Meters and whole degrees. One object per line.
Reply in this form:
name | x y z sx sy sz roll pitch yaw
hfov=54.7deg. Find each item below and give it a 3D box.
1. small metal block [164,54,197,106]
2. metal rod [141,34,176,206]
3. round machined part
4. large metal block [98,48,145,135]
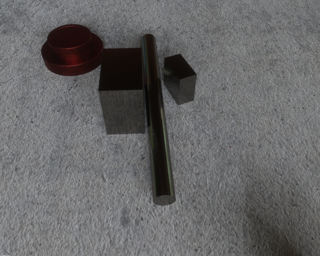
small metal block | 0.028 -0.070 0.446 0.025 0.050 0.050 -19 53 -15
metal rod | -0.007 -0.036 0.432 0.025 0.025 0.300 -3 50 -3
round machined part | -0.142 -0.132 0.501 0.099 0.042 0.098 0 50 0
large metal block | -0.047 -0.048 0.407 0.050 0.080 0.080 -2 50 -2
